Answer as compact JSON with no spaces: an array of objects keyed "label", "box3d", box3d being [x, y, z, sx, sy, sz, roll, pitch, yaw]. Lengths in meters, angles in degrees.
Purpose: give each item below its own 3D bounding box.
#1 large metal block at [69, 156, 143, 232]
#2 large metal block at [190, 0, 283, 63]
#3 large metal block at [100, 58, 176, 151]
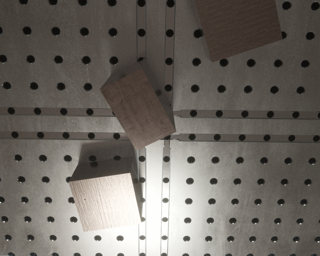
[{"label":"large metal block","box3d":[-0.071,0.091,0.433,0.080,0.050,0.079,-9,110,3]},{"label":"large metal block","box3d":[0.084,-0.129,0.354,0.080,0.050,0.080,-18,109,6]},{"label":"large metal block","box3d":[-0.023,-0.032,0.372,0.050,0.080,0.080,-26,108,9]}]
